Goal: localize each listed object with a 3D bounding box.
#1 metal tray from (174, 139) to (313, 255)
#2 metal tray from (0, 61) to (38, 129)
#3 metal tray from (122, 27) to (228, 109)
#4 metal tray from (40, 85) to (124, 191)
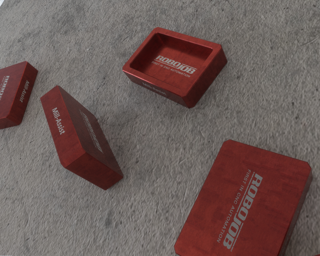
[{"bbox_3d":[0.083,0.083,0.306,0.090,0.030,0.130,18,71,35],"label":"metal tray"},{"bbox_3d":[-0.292,-0.061,0.592,0.090,0.030,0.130,-10,57,22],"label":"metal tray"},{"bbox_3d":[0.018,-0.091,0.447,0.130,0.030,0.090,30,78,37],"label":"metal tray"},{"bbox_3d":[-0.104,0.012,0.409,0.030,0.090,0.130,-37,51,4],"label":"metal tray"}]
